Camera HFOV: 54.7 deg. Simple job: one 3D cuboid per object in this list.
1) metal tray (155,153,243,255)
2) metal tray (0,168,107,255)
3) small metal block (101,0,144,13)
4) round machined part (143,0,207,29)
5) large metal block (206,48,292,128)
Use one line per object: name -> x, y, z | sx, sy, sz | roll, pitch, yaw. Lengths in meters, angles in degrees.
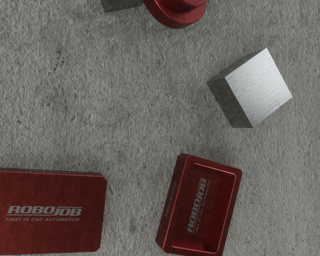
metal tray -> 0.055, 0.108, 0.428 | 0.091, 0.030, 0.129 | 17, 84, -20
metal tray -> -0.133, 0.095, 0.358 | 0.131, 0.030, 0.089 | 6, 88, -20
small metal block -> -0.051, -0.178, 0.391 | 0.050, 0.025, 0.050 | -19, 97, -19
round machined part -> 0.026, -0.182, 0.397 | 0.099, 0.042, 0.097 | 4, 83, -36
large metal block -> 0.128, -0.055, 0.444 | 0.080, 0.050, 0.080 | -36, 102, -17
